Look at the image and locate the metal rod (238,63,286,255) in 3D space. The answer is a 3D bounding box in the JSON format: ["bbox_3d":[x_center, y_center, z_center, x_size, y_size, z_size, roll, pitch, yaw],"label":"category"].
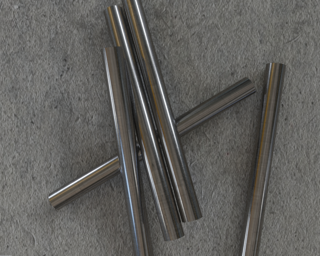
[{"bbox_3d":[0.132,0.064,0.410,0.025,0.025,0.298,8,90,0],"label":"metal rod"}]

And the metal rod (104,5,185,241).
[{"bbox_3d":[-0.023,-0.013,0.388,0.025,0.025,0.299,-16,82,0],"label":"metal rod"}]

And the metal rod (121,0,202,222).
[{"bbox_3d":[-0.001,-0.034,0.389,0.025,0.025,0.299,-15,82,0],"label":"metal rod"}]

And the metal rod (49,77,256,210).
[{"bbox_3d":[-0.010,0.020,0.409,0.301,0.025,0.025,-31,90,0],"label":"metal rod"}]

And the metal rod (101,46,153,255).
[{"bbox_3d":[-0.037,0.053,0.385,0.025,0.025,0.298,-8,100,0],"label":"metal rod"}]
